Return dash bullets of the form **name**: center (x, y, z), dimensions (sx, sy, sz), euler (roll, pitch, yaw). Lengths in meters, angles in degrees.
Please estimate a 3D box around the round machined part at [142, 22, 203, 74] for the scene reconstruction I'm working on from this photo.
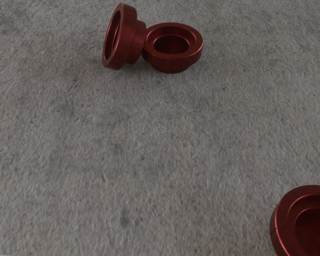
- **round machined part**: center (0.018, -0.125, 0.497), dimensions (0.099, 0.042, 0.098), euler (0, 50, 0)

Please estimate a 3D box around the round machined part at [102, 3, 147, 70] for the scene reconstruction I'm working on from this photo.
- **round machined part**: center (-0.053, -0.136, 0.476), dimensions (0.042, 0.097, 0.098), euler (12, 46, -24)

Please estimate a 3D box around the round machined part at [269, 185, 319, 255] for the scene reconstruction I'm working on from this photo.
- **round machined part**: center (0.157, 0.109, 0.303), dimensions (0.099, 0.042, 0.098), euler (0, 50, 0)
